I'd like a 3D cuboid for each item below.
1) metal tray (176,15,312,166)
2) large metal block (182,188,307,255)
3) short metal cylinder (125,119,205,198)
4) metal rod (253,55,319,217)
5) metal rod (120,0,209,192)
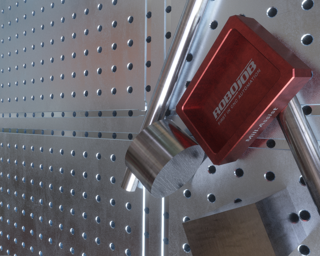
[{"bbox_3d":[0.075,-0.035,0.319,0.090,0.030,0.129,57,135,30],"label":"metal tray"},{"bbox_3d":[0.083,0.100,0.304,0.080,0.081,0.050,-29,72,36],"label":"large metal block"},{"bbox_3d":[0.006,0.036,0.367,0.050,0.081,0.080,43,116,31],"label":"short metal cylinder"},{"bbox_3d":[0.153,0.063,0.282,0.025,0.025,0.299,-29,72,36],"label":"metal rod"},{"bbox_3d":[0.006,-0.050,0.402,0.025,0.025,0.298,33,110,35],"label":"metal rod"}]
